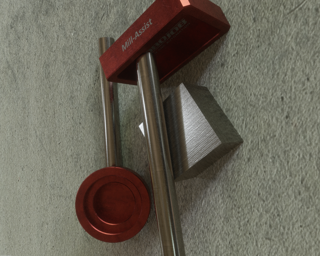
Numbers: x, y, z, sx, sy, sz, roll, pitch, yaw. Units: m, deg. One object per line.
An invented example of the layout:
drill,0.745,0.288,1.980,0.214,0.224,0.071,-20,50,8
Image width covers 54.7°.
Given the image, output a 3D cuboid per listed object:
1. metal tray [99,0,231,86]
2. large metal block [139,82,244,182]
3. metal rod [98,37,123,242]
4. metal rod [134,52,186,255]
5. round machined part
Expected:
metal tray,0.004,-0.097,0.357,0.130,0.091,0.030,-34,69,34
large metal block,0.034,0.006,0.359,0.080,0.050,0.080,-44,64,31
metal rod,-0.071,0.015,0.460,0.025,0.025,0.298,-7,86,39
metal rod,0.004,0.067,0.334,0.025,0.025,0.298,-12,84,39
round machined part,-0.060,0.100,0.421,0.099,0.042,0.097,0,87,3
